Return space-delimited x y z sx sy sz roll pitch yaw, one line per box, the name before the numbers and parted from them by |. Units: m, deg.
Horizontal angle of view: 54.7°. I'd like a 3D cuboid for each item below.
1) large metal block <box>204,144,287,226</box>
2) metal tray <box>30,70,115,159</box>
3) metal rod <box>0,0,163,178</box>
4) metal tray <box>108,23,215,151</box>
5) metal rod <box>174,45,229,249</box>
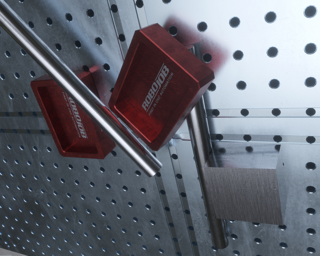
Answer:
large metal block | 0.107 0.067 0.380 0.080 0.050 0.080 -2 117 29
metal tray | -0.128 -0.017 0.462 0.090 0.030 0.129 0 119 27
metal rod | -0.108 -0.050 0.395 0.300 0.025 0.025 47 129 -8
metal tray | -0.006 -0.041 0.360 0.090 0.030 0.129 44 139 10
metal rod | 0.059 0.043 0.405 0.025 0.025 0.298 0 119 28
